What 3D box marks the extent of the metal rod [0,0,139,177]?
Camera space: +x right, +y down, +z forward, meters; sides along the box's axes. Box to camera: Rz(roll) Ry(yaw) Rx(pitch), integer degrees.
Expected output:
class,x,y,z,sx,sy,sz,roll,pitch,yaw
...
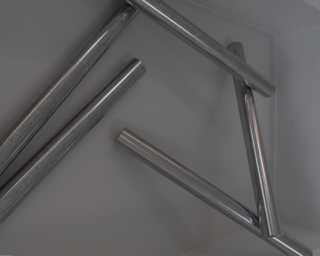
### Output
class,x,y,z,sx,sy,sz,roll,pitch,yaw
metal rod,-0.103,-0.043,0.319,0.025,0.025,0.300,48,62,-30

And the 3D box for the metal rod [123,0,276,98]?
class,x,y,z,sx,sy,sz,roll,pitch,yaw
metal rod,0.046,-0.115,0.395,0.302,0.025,0.025,26,74,-29

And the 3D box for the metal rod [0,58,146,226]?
class,x,y,z,sx,sy,sz,roll,pitch,yaw
metal rod,-0.111,0.028,0.313,0.301,0.025,0.025,-51,120,-28

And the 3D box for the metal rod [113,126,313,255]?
class,x,y,z,sx,sy,sz,roll,pitch,yaw
metal rod,0.074,0.091,0.395,0.301,0.025,0.025,34,67,-10

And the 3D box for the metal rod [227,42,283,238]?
class,x,y,z,sx,sy,sz,roll,pitch,yaw
metal rod,0.130,-0.001,0.444,0.025,0.025,0.299,21,54,-38
